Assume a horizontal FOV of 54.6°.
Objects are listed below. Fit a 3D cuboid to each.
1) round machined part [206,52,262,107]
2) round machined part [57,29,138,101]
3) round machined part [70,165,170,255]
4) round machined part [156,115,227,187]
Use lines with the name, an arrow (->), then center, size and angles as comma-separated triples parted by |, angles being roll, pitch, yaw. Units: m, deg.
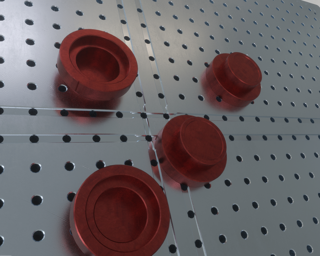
round machined part -> 0.131, -0.088, 0.520 | 0.099, 0.042, 0.098 | 13, 56, -21
round machined part -> -0.082, -0.076, 0.399 | 0.099, 0.042, 0.098 | 13, 56, -21
round machined part -> -0.043, 0.091, 0.319 | 0.099, 0.042, 0.098 | 13, 56, -21
round machined part -> 0.048, 0.024, 0.408 | 0.099, 0.042, 0.098 | 13, 56, -21
